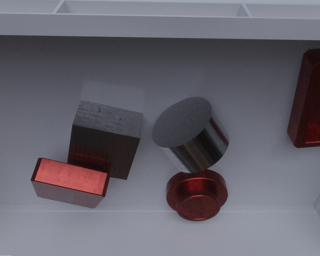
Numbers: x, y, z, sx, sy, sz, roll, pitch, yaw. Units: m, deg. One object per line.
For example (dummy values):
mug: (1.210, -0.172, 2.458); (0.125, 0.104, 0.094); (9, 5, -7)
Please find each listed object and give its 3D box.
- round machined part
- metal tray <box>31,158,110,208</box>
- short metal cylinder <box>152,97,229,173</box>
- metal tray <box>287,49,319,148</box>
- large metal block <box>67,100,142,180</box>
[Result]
round machined part: (0.059, 0.112, 0.495); (0.099, 0.042, 0.097); (-1, 130, 0)
metal tray: (-0.126, 0.082, 0.436); (0.091, 0.030, 0.129); (16, 155, -12)
short metal cylinder: (0.037, 0.008, 0.381); (0.080, 0.080, 0.050); (-25, 126, 19)
metal tray: (0.216, -0.034, 0.379); (0.091, 0.030, 0.129); (-5, 130, 3)
large metal block: (-0.073, 0.017, 0.406); (0.081, 0.050, 0.079); (12, 129, -11)
